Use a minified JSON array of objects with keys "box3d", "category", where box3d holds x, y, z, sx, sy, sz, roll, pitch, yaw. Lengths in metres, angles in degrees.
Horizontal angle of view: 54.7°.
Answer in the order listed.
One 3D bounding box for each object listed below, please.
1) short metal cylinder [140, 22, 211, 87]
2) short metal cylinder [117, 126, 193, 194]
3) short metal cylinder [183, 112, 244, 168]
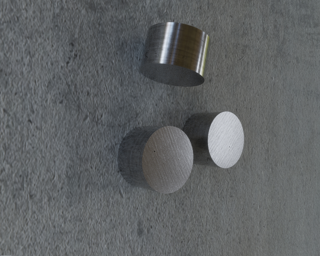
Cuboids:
[{"box3d":[0.019,-0.088,0.385,0.080,0.080,0.050,17,79,-39],"category":"short metal cylinder"},{"box3d":[-0.005,0.037,0.384,0.081,0.050,0.080,0,90,-40],"category":"short metal cylinder"},{"box3d":[0.078,0.016,0.454,0.081,0.050,0.080,0,90,-40],"category":"short metal cylinder"}]
